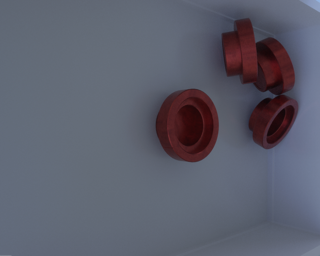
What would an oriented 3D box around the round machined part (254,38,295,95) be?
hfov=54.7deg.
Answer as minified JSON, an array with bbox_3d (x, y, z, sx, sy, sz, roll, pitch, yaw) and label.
[{"bbox_3d":[0.182,-0.100,0.528,0.042,0.098,0.098,-24,109,0],"label":"round machined part"}]

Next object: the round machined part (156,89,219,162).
[{"bbox_3d":[0.033,-0.003,0.426,0.099,0.042,0.097,0,90,-40],"label":"round machined part"}]

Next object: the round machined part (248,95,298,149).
[{"bbox_3d":[0.195,-0.015,0.545,0.099,0.042,0.097,-25,134,-30],"label":"round machined part"}]

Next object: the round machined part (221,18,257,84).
[{"bbox_3d":[0.120,-0.115,0.478,0.098,0.042,0.097,-8,91,-79],"label":"round machined part"}]
